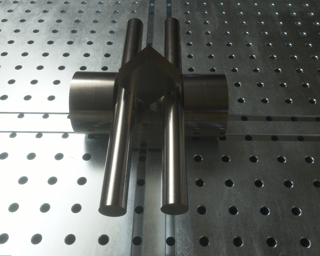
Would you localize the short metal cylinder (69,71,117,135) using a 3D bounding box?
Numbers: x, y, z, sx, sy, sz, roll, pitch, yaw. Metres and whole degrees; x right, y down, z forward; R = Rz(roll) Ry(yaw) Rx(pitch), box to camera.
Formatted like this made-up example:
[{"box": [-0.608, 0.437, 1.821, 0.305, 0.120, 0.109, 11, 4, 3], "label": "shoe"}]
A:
[{"box": [-0.078, -0.031, 0.393, 0.050, 0.080, 0.080, 1, 50, 1], "label": "short metal cylinder"}]

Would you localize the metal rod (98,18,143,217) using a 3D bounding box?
[{"box": [-0.040, -0.041, 0.372, 0.025, 0.025, 0.300, 1, 50, 0], "label": "metal rod"}]

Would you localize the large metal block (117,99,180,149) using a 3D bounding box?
[{"box": [-0.013, -0.020, 0.403, 0.081, 0.050, 0.080, 1, 50, 0], "label": "large metal block"}]

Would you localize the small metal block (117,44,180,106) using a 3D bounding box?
[{"box": [-0.013, -0.059, 0.354, 0.050, 0.050, 0.025, -31, 41, 33], "label": "small metal block"}]

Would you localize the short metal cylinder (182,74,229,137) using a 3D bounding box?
[{"box": [0.053, -0.028, 0.391, 0.050, 0.080, 0.080, 0, 50, 1], "label": "short metal cylinder"}]

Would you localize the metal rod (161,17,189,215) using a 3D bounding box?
[{"box": [0.015, -0.042, 0.374, 0.025, 0.025, 0.300, 1, 50, 0], "label": "metal rod"}]
